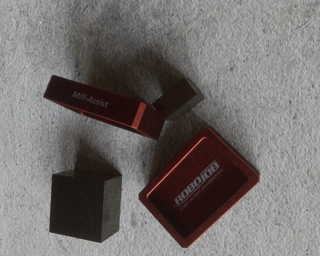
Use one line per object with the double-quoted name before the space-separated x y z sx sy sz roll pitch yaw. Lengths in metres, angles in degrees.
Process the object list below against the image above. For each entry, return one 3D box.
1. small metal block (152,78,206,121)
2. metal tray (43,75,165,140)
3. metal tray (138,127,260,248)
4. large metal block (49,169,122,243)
"small metal block" 0.025 -0.034 0.386 0.050 0.050 0.025 -38 78 16
"metal tray" -0.067 -0.024 0.394 0.130 0.090 0.030 18 84 18
"metal tray" 0.047 0.073 0.389 0.090 0.030 0.130 46 104 14
"large metal block" -0.102 0.104 0.430 0.080 0.050 0.079 4 91 19
